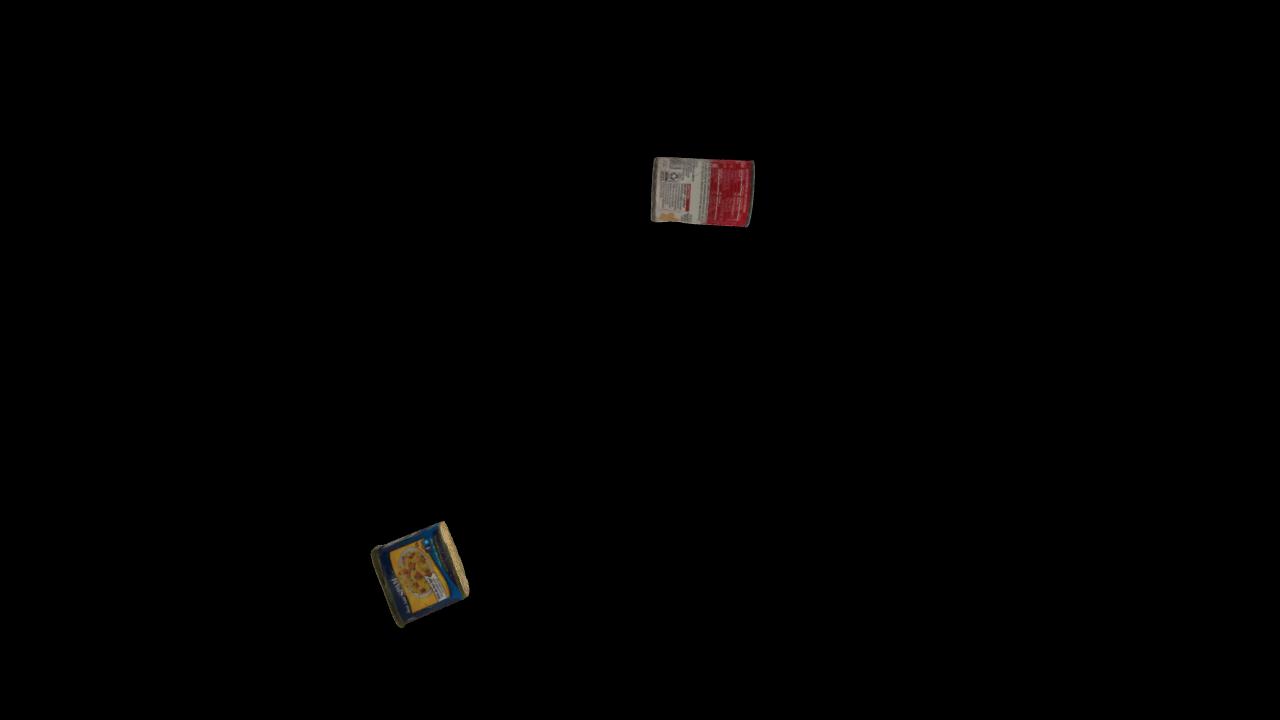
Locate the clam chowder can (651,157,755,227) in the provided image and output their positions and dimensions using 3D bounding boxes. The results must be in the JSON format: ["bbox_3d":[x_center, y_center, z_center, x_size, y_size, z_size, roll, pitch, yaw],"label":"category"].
[{"bbox_3d":[0.064,-0.174,0.639,0.102,0.068,0.068,3,0,2],"label":"clam chowder can"}]

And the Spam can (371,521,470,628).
[{"bbox_3d":[-0.268,0.261,0.758,0.085,0.101,0.058,-21,0,-11],"label":"Spam can"}]
